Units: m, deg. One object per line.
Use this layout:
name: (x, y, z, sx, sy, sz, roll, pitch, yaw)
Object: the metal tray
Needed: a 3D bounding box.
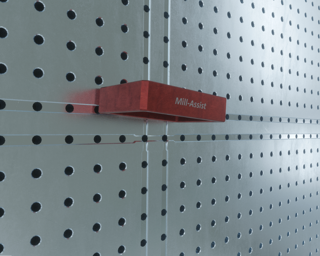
metal tray: (0.005, -0.027, 0.372, 0.131, 0.090, 0.030, 6, 87, -40)
